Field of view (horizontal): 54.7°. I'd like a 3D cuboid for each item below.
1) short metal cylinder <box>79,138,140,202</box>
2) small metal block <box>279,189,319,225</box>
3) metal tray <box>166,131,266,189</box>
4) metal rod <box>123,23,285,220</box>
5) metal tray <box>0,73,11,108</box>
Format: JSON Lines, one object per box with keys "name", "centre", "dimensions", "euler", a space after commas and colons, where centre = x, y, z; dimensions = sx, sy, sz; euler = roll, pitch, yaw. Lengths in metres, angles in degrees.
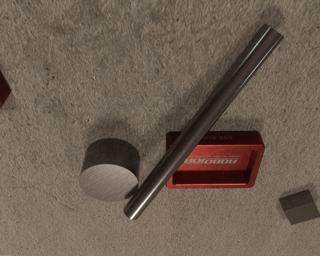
{"name": "short metal cylinder", "centre": [-0.070, 0.060, 0.441], "dimensions": [0.081, 0.050, 0.079], "euler": [0, 130, 0]}
{"name": "small metal block", "centre": [0.238, 0.135, 0.526], "dimensions": [0.050, 0.025, 0.050], "euler": [-24, 127, 19]}
{"name": "metal tray", "centre": [0.074, 0.047, 0.445], "dimensions": [0.131, 0.030, 0.089], "euler": [0, 130, 0]}
{"name": "metal rod", "centre": [0.039, 0.009, 0.382], "dimensions": [0.025, 0.025, 0.298], "euler": [26, 115, -21]}
{"name": "metal tray", "centre": [-0.236, -0.076, 0.335], "dimensions": [0.090, 0.030, 0.129], "euler": [-7, 130, 5]}
